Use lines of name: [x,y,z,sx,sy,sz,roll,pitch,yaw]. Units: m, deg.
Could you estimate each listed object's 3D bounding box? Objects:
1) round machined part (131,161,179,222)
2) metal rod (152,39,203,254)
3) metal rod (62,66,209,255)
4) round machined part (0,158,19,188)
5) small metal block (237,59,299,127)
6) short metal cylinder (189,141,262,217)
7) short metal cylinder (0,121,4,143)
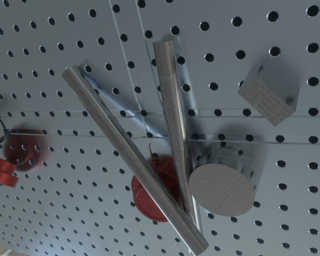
round machined part: [-0.001,0.101,0.463,0.098,0.042,0.097,13,124,21]
metal rod: [0.029,0.039,0.401,0.025,0.025,0.298,1,113,28]
metal rod: [-0.035,0.041,0.418,0.299,0.025,0.025,53,129,4]
round machined part: [-0.319,0.078,0.597,0.098,0.042,0.098,19,162,7]
small metal block: [0.111,-0.037,0.314,0.050,0.050,0.025,42,129,-1]
short metal cylinder: [0.083,0.064,0.391,0.080,0.050,0.079,13,124,20]
short metal cylinder: [-0.340,0.006,0.575,0.080,0.050,0.079,11,119,22]
